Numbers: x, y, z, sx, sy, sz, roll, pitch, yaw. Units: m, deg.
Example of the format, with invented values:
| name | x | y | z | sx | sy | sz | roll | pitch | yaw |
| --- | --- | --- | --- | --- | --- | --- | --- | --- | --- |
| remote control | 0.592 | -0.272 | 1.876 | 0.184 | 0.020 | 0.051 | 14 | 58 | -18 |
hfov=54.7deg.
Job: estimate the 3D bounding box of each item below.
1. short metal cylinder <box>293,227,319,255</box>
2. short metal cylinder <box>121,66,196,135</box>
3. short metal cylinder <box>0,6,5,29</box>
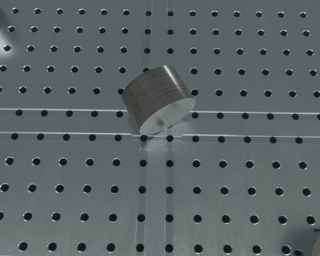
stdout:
| name | x | y | z | sx | sy | sz | roll | pitch | yaw |
| --- | --- | --- | --- | --- | --- | --- | --- | --- | --- |
| short metal cylinder | 0.198 | 0.151 | 0.345 | 0.081 | 0.050 | 0.080 | 0 | 70 | 0 |
| short metal cylinder | -0.002 | -0.034 | 0.395 | 0.080 | 0.080 | 0.050 | -28 | 73 | -10 |
| short metal cylinder | -0.284 | -0.177 | 0.461 | 0.081 | 0.050 | 0.080 | 0 | 70 | 0 |
